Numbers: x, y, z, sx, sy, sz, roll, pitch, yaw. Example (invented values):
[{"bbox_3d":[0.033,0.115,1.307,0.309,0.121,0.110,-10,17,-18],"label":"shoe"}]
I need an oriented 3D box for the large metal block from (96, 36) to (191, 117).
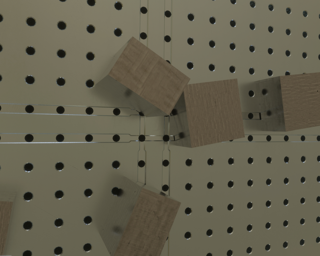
[{"bbox_3d":[-0.023,-0.056,0.376,0.080,0.080,0.050,33,79,-18],"label":"large metal block"}]

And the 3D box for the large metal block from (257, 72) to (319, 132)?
[{"bbox_3d":[0.203,-0.040,0.476,0.081,0.050,0.079,-8,93,-20],"label":"large metal block"}]

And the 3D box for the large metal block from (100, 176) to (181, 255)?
[{"bbox_3d":[-0.027,0.111,0.375,0.050,0.080,0.080,26,82,-19],"label":"large metal block"}]

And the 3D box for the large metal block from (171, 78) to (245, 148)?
[{"bbox_3d":[0.063,-0.021,0.424,0.081,0.050,0.079,-10,94,-20],"label":"large metal block"}]

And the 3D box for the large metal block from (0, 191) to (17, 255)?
[{"bbox_3d":[-0.203,0.109,0.325,0.081,0.050,0.080,10,87,-20],"label":"large metal block"}]
